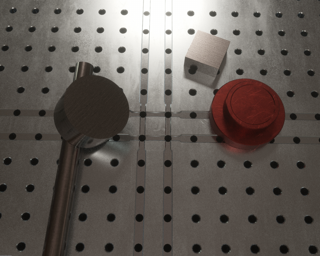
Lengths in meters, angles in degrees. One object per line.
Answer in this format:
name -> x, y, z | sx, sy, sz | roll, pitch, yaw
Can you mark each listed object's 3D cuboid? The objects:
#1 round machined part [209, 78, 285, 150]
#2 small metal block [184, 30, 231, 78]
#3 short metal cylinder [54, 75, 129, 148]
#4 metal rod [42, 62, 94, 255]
round machined part -> 0.118, -0.023, 0.413 | 0.099, 0.042, 0.098 | 0, 70, -1
small metal block -> 0.068, -0.108, 0.452 | 0.050, 0.025, 0.050 | 22, 71, 7
short metal cylinder -> -0.086, -0.019, 0.387 | 0.081, 0.050, 0.080 | 10, 69, -29
metal rod -> -0.116, 0.052, 0.391 | 0.025, 0.025, 0.299 | 3, 70, 1
